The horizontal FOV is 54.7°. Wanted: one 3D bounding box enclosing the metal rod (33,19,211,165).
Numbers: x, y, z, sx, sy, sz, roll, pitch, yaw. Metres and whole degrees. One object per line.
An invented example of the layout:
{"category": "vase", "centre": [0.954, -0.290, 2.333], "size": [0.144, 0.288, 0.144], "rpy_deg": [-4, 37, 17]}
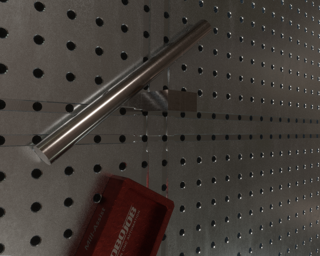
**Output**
{"category": "metal rod", "centre": [-0.026, -0.062, 0.389], "size": [0.301, 0.025, 0.025], "rpy_deg": [-44, 117, -31]}

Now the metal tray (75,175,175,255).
{"category": "metal tray", "centre": [-0.042, 0.134, 0.372], "size": [0.090, 0.030, 0.130], "rpy_deg": [36, 68, -35]}

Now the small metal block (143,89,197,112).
{"category": "small metal block", "centre": [0.013, -0.034, 0.405], "size": [0.050, 0.050, 0.025], "rpy_deg": [1, 90, -40]}
